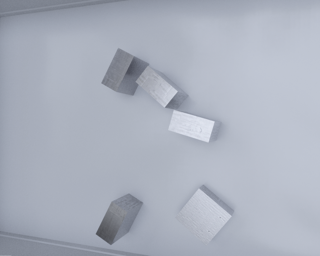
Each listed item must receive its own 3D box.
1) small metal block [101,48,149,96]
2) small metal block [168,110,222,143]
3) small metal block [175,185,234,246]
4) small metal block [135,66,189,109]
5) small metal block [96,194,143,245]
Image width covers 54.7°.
[{"bbox_3d":[-0.045,-0.073,0.413,0.025,0.050,0.050,31,100,17],"label":"small metal block"},{"bbox_3d":[0.044,-0.003,0.381,0.050,0.050,0.025,17,96,19],"label":"small metal block"},{"bbox_3d":[0.056,0.109,0.391,0.050,0.025,0.050,40,102,15],"label":"small metal block"},{"bbox_3d":[0.004,-0.050,0.396,0.050,0.050,0.025,43,104,15],"label":"small metal block"},{"bbox_3d":[-0.053,0.121,0.416,0.025,0.050,0.050,29,100,17],"label":"small metal block"}]
